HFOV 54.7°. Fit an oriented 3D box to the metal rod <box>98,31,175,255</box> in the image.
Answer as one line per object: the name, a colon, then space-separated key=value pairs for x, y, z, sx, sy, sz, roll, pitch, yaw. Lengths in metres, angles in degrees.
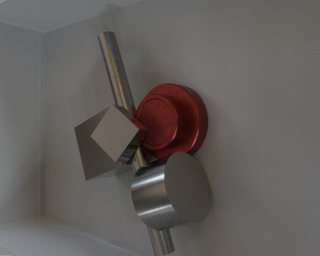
metal rod: x=-0.035 y=0.010 z=0.404 sx=0.025 sy=0.025 sz=0.299 roll=-26 pitch=74 yaw=37

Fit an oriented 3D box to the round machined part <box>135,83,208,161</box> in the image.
round machined part: x=0.007 y=-0.007 z=0.386 sx=0.098 sy=0.042 sz=0.097 roll=0 pitch=90 yaw=39

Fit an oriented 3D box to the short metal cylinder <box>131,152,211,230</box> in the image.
short metal cylinder: x=0.014 y=0.073 z=0.356 sx=0.050 sy=0.081 sz=0.080 roll=-26 pitch=74 yaw=37

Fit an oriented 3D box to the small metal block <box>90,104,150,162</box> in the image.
small metal block: x=-0.049 y=0.007 z=0.381 sx=0.050 sy=0.025 sz=0.050 roll=42 pitch=104 yaw=24

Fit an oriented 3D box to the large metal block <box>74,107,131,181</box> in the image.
large metal block: x=-0.070 y=0.023 z=0.441 sx=0.080 sy=0.050 sz=0.080 roll=-26 pitch=74 yaw=37
